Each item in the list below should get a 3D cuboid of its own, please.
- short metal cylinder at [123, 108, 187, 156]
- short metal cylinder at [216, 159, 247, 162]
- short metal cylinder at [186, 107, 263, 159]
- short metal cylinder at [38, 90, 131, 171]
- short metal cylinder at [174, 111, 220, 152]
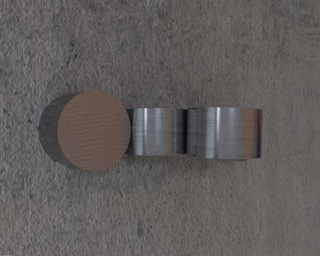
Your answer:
[{"bbox_3d":[-0.006,0.004,0.365,0.081,0.080,0.050,0,90,-40],"label":"short metal cylinder"},{"bbox_3d":[0.108,0.010,0.479,0.081,0.050,0.080,-1,91,-40],"label":"short metal cylinder"},{"bbox_3d":[0.069,0.005,0.338,0.081,0.080,0.050,1,91,-40],"label":"short metal cylinder"},{"bbox_3d":[-0.078,0.002,0.324,0.081,0.050,0.080,0,91,-40],"label":"short metal cylinder"},{"bbox_3d":[0.055,0.005,0.417,0.081,0.080,0.050,0,89,-40],"label":"short metal cylinder"}]
